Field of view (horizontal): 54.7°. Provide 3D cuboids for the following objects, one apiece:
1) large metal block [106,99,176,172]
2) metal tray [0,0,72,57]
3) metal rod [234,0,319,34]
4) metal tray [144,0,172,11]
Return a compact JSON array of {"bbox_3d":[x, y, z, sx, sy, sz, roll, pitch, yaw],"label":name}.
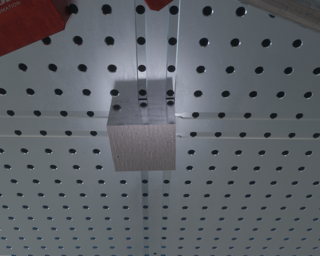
[{"bbox_3d":[-0.021,0.011,0.404,0.081,0.050,0.079,-2,130,1],"label":"large metal block"},{"bbox_3d":[-0.168,-0.120,0.304,0.130,0.030,0.090,-17,128,14],"label":"metal tray"},{"bbox_3d":[0.033,-0.147,0.286,0.302,0.025,0.025,15,128,-13],"label":"metal rod"},{"bbox_3d":[0.022,-0.168,0.242,0.130,0.030,0.090,-33,116,11],"label":"metal tray"}]
